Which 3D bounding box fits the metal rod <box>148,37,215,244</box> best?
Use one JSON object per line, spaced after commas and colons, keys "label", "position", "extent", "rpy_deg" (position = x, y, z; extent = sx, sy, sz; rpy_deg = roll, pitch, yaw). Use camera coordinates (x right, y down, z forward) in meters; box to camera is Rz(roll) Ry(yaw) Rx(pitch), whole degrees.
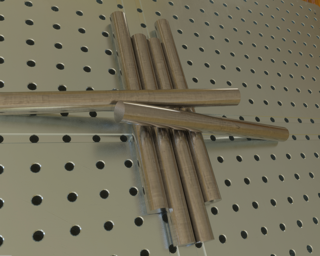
{"label": "metal rod", "position": [0.020, -0.001, 0.420], "extent": [0.025, 0.025, 0.299], "rpy_deg": [1, 61, -28]}

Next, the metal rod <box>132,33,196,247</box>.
{"label": "metal rod", "position": [-0.003, -0.003, 0.406], "extent": [0.025, 0.025, 0.299], "rpy_deg": [1, 61, -28]}

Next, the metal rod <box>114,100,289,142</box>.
{"label": "metal rod", "position": [0.079, -0.004, 0.426], "extent": [0.302, 0.025, 0.025], "rpy_deg": [7, 59, -35]}

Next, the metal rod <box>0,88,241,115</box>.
{"label": "metal rod", "position": [-0.037, -0.034, 0.379], "extent": [0.302, 0.025, 0.025], "rpy_deg": [-4, 63, -20]}

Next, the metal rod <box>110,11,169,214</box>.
{"label": "metal rod", "position": [-0.033, -0.038, 0.412], "extent": [0.025, 0.025, 0.299], "rpy_deg": [1, 61, -28]}

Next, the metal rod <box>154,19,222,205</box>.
{"label": "metal rod", "position": [0.033, -0.040, 0.449], "extent": [0.025, 0.025, 0.299], "rpy_deg": [1, 61, -28]}
